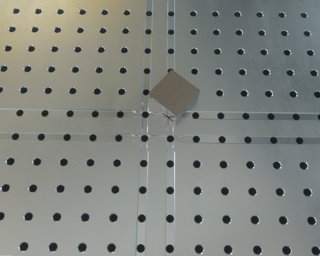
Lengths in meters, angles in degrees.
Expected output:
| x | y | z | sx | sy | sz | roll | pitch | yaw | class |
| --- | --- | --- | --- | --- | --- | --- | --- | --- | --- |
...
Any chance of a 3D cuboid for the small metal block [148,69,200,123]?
| x | y | z | sx | sy | sz | roll | pitch | yaw | class |
| --- | --- | --- | --- | --- | --- | --- | --- | --- | --- |
| 0.019 | -0.044 | 0.428 | 0.050 | 0.025 | 0.050 | 39 | 74 | 13 | small metal block |
